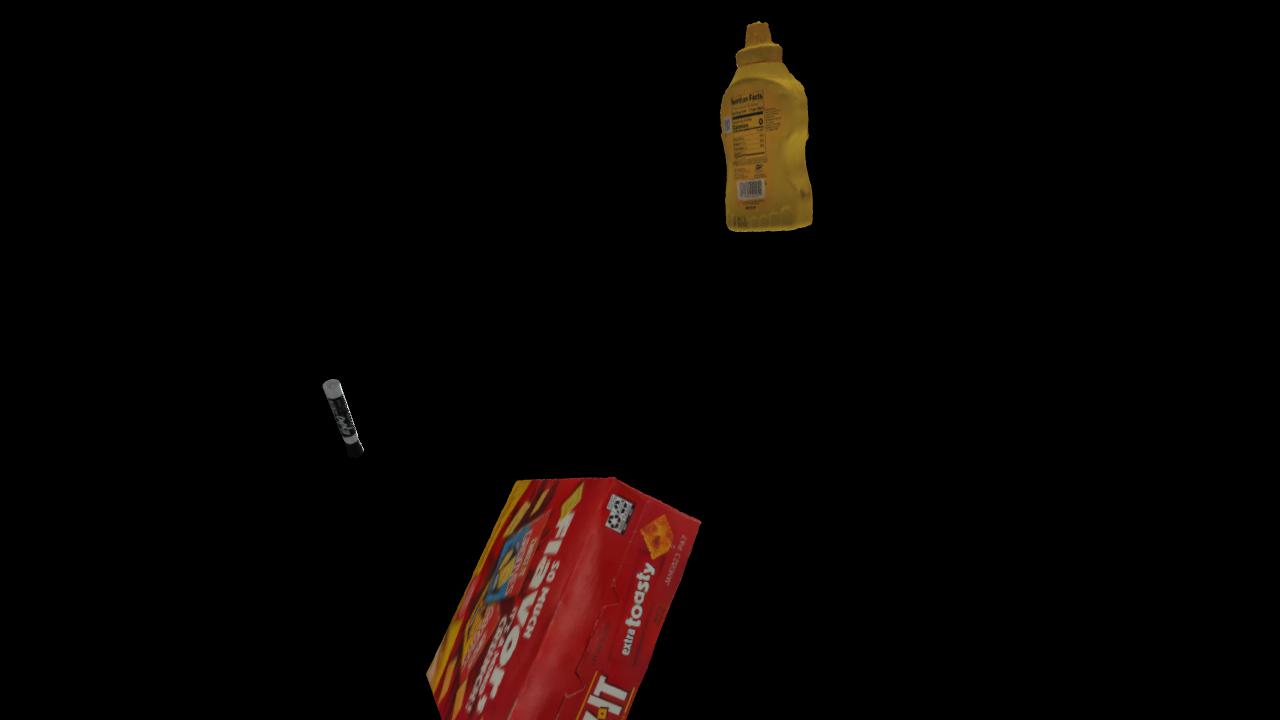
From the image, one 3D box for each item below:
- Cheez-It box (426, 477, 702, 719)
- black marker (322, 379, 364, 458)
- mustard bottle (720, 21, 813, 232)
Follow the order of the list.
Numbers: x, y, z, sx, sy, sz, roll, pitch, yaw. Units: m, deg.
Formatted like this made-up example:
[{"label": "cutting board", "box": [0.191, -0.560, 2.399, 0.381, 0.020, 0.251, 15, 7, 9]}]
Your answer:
[{"label": "Cheez-It box", "box": [-0.065, 0.166, 0.411, 0.071, 0.166, 0.223, 30, -22, -16]}, {"label": "black marker", "box": [-0.356, 0.074, 0.741, 0.020, 0.121, 0.020, 2, 39, -2]}, {"label": "mustard bottle", "box": [0.115, -0.215, 0.577, 0.054, 0.184, 0.092, -18, 19, -32]}]
